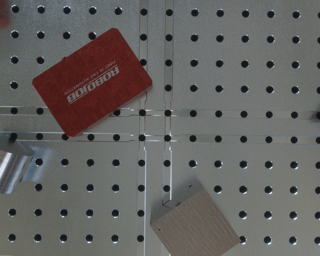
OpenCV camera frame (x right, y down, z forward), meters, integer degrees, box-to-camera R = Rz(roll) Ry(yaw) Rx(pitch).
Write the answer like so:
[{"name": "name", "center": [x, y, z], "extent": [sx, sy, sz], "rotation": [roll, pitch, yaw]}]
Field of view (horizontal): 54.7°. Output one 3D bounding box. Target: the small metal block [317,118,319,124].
[{"name": "small metal block", "center": [0.252, -0.015, 0.417], "extent": [0.050, 0.025, 0.050], "rotation": [33, 90, -1]}]

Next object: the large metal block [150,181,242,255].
[{"name": "large metal block", "center": [0.043, 0.128, 0.402], "extent": [0.080, 0.050, 0.080], "rotation": [-35, 90, 0]}]

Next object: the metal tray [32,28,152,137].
[{"name": "metal tray", "center": [-0.087, -0.058, 0.410], "extent": [0.130, 0.030, 0.090], "rotation": [-33, 90, -1]}]

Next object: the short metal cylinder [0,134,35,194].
[{"name": "short metal cylinder", "center": [-0.206, 0.040, 0.383], "extent": [0.080, 0.080, 0.050], "rotation": [25, 90, -1]}]
